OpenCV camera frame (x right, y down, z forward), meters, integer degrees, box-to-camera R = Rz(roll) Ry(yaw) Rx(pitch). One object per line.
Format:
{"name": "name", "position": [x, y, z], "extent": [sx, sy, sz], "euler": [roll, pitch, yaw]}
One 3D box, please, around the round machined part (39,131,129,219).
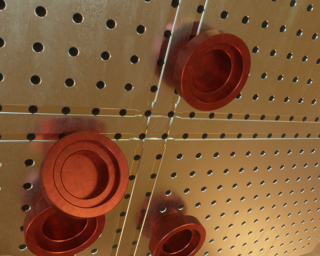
{"name": "round machined part", "position": [-0.090, 0.056, 0.363], "extent": [0.099, 0.042, 0.098], "euler": [10, 69, -28]}

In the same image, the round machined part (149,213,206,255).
{"name": "round machined part", "position": [0.026, 0.185, 0.528], "extent": [0.099, 0.042, 0.097], "euler": [-14, 124, -21]}

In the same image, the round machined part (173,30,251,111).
{"name": "round machined part", "position": [0.060, -0.074, 0.387], "extent": [0.099, 0.042, 0.097], "euler": [-14, 124, -21]}

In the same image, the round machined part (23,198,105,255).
{"name": "round machined part", "position": [-0.125, 0.119, 0.405], "extent": [0.099, 0.042, 0.097], "euler": [-14, 124, -21]}
